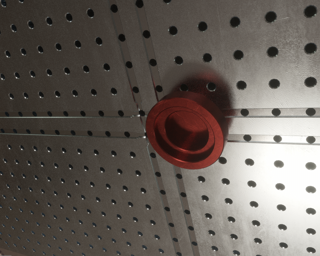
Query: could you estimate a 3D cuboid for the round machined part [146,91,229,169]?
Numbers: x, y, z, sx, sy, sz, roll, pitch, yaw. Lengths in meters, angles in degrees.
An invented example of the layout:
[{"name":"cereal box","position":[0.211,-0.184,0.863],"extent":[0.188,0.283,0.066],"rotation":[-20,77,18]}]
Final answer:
[{"name":"round machined part","position":[0.036,-0.001,0.380],"extent":[0.098,0.042,0.097],"rotation":[13,124,20]}]
